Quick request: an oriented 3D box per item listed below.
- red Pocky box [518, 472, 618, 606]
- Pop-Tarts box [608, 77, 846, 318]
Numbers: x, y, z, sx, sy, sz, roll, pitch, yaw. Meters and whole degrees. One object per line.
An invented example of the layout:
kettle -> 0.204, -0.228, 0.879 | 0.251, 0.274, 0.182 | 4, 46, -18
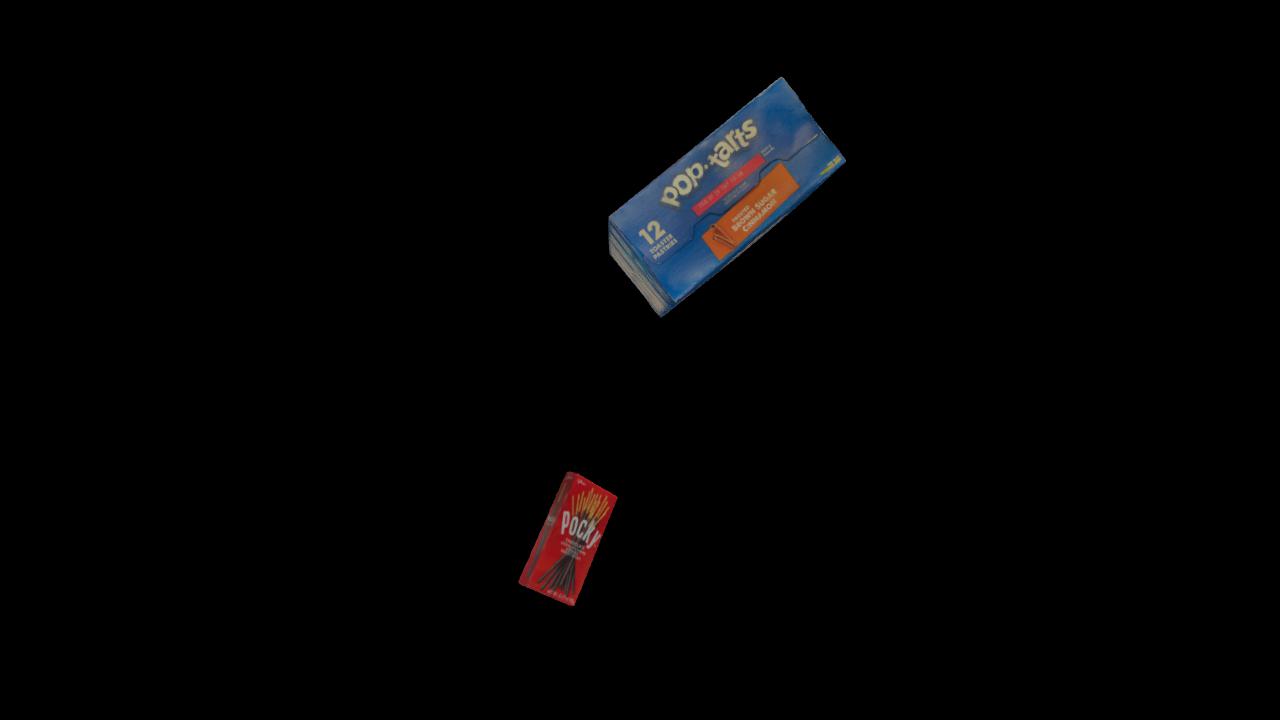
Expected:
red Pocky box -> -0.091, 0.234, 0.810 | 0.083, 0.155, 0.028 | 37, -26, -33
Pop-Tarts box -> 0.061, -0.122, 0.512 | 0.167, 0.083, 0.141 | -40, 1, -3
